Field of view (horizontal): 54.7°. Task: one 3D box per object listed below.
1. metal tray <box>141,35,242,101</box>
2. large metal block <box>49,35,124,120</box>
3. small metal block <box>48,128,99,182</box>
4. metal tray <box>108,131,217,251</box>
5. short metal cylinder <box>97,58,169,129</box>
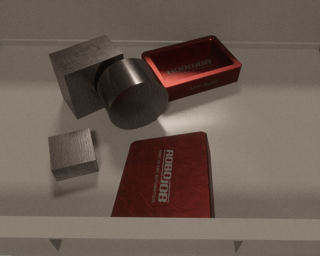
[{"bbox_3d":[0.047,-0.095,0.482,0.131,0.030,0.090,-18,52,-15],"label":"metal tray"},{"bbox_3d":[-0.095,-0.070,0.427,0.081,0.080,0.050,-27,55,-21],"label":"large metal block"},{"bbox_3d":[-0.105,0.032,0.377,0.050,0.025,0.050,-13,51,-11],"label":"small metal block"},{"bbox_3d":[0.007,0.057,0.317,0.090,0.030,0.130,-9,33,12],"label":"metal tray"},{"bbox_3d":[-0.036,-0.044,0.406,0.081,0.080,0.050,-19,53,-16],"label":"short metal cylinder"}]
